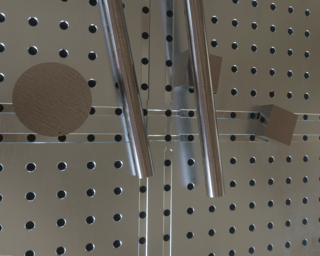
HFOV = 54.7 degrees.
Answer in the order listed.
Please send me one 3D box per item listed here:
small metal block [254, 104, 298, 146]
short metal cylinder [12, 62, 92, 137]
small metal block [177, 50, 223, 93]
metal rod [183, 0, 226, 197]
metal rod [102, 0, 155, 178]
[{"bbox_3d":[0.179,-0.004,0.479,0.050,0.025,0.050,20,83,-19],"label":"small metal block"},{"bbox_3d":[-0.122,-0.031,0.354,0.081,0.050,0.079,0,90,-20],"label":"short metal cylinder"},{"bbox_3d":[0.056,-0.078,0.433,0.050,0.025,0.050,10,87,-20],"label":"small metal block"},{"bbox_3d":[0.056,-0.059,0.406,0.025,0.025,0.298,-8,93,-20],"label":"metal rod"},{"bbox_3d":[-0.046,-0.084,0.395,0.025,0.025,0.298,-12,94,-20],"label":"metal rod"}]
